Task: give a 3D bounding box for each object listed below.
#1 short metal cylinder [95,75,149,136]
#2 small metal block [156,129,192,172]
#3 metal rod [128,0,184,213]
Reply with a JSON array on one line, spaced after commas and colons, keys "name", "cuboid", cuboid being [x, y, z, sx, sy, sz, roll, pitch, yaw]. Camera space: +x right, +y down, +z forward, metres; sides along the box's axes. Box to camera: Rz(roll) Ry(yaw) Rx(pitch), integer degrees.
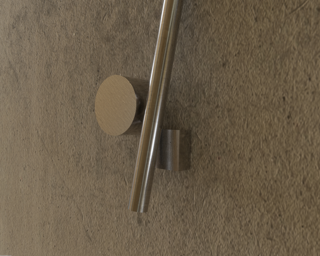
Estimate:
[{"name": "short metal cylinder", "cuboid": [-0.044, -0.030, 0.425, 0.080, 0.050, 0.080, 0, 90, 40]}, {"name": "small metal block", "cuboid": [0.012, 0.026, 0.395, 0.050, 0.025, 0.050, 2, 92, 40]}, {"name": "metal rod", "cuboid": [-0.002, -0.048, 0.382, 0.025, 0.025, 0.298, 8, 88, 39]}]
